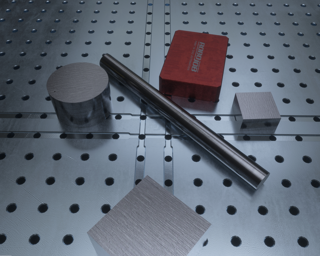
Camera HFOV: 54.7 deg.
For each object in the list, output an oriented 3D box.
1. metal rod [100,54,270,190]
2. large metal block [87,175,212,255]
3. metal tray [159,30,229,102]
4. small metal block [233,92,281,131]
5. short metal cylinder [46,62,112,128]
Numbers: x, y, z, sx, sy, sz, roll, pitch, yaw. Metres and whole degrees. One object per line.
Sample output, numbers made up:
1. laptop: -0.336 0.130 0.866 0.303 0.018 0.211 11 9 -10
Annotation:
1. metal rod: 0.016 -0.023 0.426 0.025 0.025 0.300 -36 59 -26
2. large metal block: -0.009 0.107 0.301 0.080 0.050 0.080 34 57 25
3. metal tray: 0.056 -0.103 0.491 0.090 0.030 0.130 10 51 8
4. small metal block: 0.132 -0.023 0.429 0.050 0.025 0.050 -2 50 -2
5. short metal cylinder: -0.109 -0.046 0.429 0.081 0.050 0.080 0 50 0
